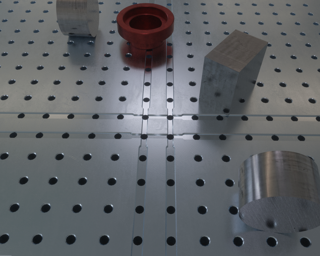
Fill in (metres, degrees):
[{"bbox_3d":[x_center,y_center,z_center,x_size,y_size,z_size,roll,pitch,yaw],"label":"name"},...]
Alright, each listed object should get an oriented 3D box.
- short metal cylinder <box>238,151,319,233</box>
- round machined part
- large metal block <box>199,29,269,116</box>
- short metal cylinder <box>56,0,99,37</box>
[{"bbox_3d":[0.122,0.067,0.316,0.080,0.080,0.050,7,50,5],"label":"short metal cylinder"},{"bbox_3d":[-0.025,-0.175,0.543,0.099,0.042,0.098,0,50,0],"label":"round machined part"},{"bbox_3d":[0.102,-0.078,0.438,0.050,0.080,0.080,31,57,23],"label":"large metal block"},{"bbox_3d":[-0.141,-0.201,0.540,0.050,0.080,0.080,3,50,3],"label":"short metal cylinder"}]
